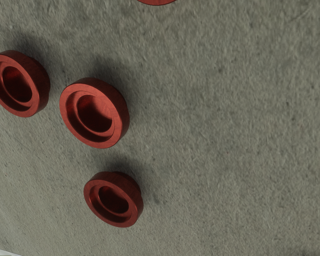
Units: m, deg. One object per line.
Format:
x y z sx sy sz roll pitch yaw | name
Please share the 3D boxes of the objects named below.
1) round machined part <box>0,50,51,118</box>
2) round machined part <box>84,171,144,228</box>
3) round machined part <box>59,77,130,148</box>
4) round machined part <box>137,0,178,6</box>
-0.204 -0.068 0.459 0.098 0.042 0.097 13 124 20 | round machined part
-0.070 0.109 0.498 0.098 0.042 0.097 13 124 20 | round machined part
-0.084 -0.024 0.424 0.098 0.042 0.097 13 124 20 | round machined part
-0.007 -0.168 0.295 0.098 0.042 0.097 13 124 20 | round machined part
